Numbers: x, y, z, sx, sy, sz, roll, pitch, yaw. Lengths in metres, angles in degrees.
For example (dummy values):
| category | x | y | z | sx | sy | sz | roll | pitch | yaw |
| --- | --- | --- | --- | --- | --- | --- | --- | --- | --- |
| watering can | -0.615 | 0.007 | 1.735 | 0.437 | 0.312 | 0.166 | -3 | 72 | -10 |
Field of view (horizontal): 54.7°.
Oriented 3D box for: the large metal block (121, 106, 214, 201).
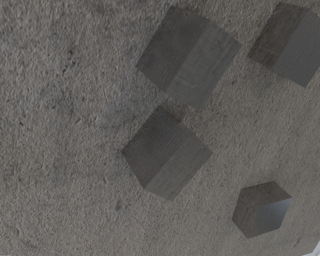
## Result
| category | x | y | z | sx | sy | sz | roll | pitch | yaw |
| --- | --- | --- | --- | --- | --- | --- | --- | --- | --- |
| large metal block | 0.006 | 0.031 | 0.394 | 0.050 | 0.080 | 0.080 | 33 | 100 | -38 |

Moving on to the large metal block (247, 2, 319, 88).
| category | x | y | z | sx | sy | sz | roll | pitch | yaw |
| --- | --- | --- | --- | --- | --- | --- | --- | --- | --- |
| large metal block | 0.180 | -0.111 | 0.420 | 0.081 | 0.050 | 0.080 | 17 | 110 | -35 |

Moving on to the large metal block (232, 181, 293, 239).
| category | x | y | z | sx | sy | sz | roll | pitch | yaw |
| --- | --- | --- | --- | --- | --- | --- | --- | --- | --- |
| large metal block | 0.193 | 0.155 | 0.592 | 0.081 | 0.050 | 0.079 | -7 | 122 | -25 |

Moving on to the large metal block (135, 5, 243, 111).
| category | x | y | z | sx | sy | sz | roll | pitch | yaw |
| --- | --- | --- | --- | --- | --- | --- | --- | --- | --- |
| large metal block | 0.027 | -0.078 | 0.338 | 0.050 | 0.080 | 0.080 | 23 | 106 | -37 |
